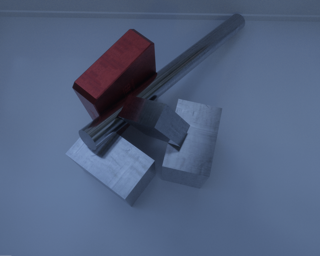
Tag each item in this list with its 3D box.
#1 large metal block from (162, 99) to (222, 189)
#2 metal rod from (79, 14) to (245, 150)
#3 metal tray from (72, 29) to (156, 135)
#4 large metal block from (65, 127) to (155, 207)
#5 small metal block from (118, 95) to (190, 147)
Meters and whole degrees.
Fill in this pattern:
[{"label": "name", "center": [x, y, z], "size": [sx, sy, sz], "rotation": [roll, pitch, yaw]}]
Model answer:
[{"label": "large metal block", "center": [0.036, 0.022, 0.372], "size": [0.050, 0.080, 0.080], "rotation": [13, 71, 4]}, {"label": "metal rod", "center": [0.022, -0.074, 0.388], "size": [0.025, 0.025, 0.302], "rotation": [40, 57, 13]}, {"label": "metal tray", "center": [-0.045, -0.044, 0.367], "size": [0.030, 0.130, 0.090], "rotation": [38, 75, 13]}, {"label": "large metal block", "center": [-0.053, 0.044, 0.364], "size": [0.080, 0.080, 0.050], "rotation": [35, 74, 11]}, {"label": "small metal block", "center": [-0.005, -0.007, 0.319], "size": [0.050, 0.050, 0.025], "rotation": [17, 77, 39]}]
